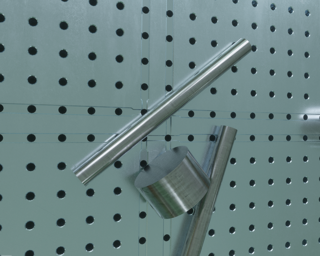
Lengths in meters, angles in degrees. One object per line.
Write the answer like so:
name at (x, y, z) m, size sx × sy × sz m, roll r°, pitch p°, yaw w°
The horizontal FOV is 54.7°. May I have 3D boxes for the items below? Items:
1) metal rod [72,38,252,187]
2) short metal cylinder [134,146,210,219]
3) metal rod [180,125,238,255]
metal rod at (0.014, -0.030, 0.417) m, size 0.301 × 0.025 × 0.025 m, roll -39°, pitch 103°, yaw -16°
short metal cylinder at (0.015, 0.067, 0.389) m, size 0.080 × 0.080 × 0.050 m, roll -39°, pitch 103°, yaw -16°
metal rod at (0.053, 0.141, 0.432) m, size 0.025 × 0.025 × 0.299 m, roll 21°, pitch 83°, yaw -19°
